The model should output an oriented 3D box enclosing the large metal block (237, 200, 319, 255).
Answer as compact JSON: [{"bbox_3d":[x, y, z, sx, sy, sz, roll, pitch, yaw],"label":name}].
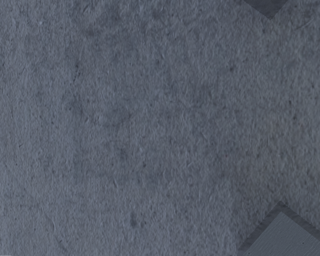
[{"bbox_3d":[0.143,0.143,0.345,0.080,0.050,0.080,38,102,15],"label":"large metal block"}]

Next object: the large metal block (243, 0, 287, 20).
[{"bbox_3d":[0.108,-0.175,0.342,0.080,0.080,0.050,43,103,14],"label":"large metal block"}]
